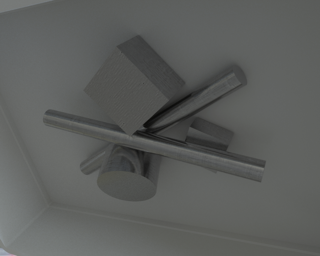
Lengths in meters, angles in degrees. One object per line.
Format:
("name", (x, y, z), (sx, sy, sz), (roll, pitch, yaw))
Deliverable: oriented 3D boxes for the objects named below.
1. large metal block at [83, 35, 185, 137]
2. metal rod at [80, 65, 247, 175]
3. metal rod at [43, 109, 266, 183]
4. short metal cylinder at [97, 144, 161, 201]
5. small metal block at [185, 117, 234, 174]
("large metal block", (-0.031, -0.050, 0.374), (0.080, 0.050, 0.080), (46, 129, -4))
("metal rod", (-0.018, 0.005, 0.417), (0.299, 0.025, 0.025), (-31, 102, 37))
("metal rod", (-0.023, 0.017, 0.395), (0.301, 0.025, 0.025), (13, 124, 20))
("short metal cylinder", (-0.042, 0.060, 0.430), (0.080, 0.050, 0.080), (5, 140, 5))
("small metal block", (0.058, 0.022, 0.387), (0.050, 0.025, 0.050), (24, 127, 13))
